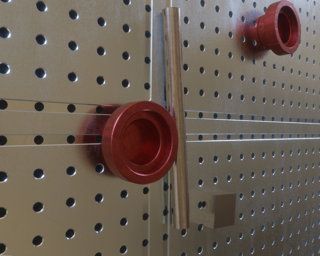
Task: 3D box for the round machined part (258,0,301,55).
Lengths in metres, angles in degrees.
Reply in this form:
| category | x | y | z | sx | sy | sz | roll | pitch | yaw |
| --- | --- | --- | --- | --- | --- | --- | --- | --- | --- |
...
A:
| category | x | y | z | sx | sy | sz | roll | pitch | yaw |
| --- | --- | --- | --- | --- | --- | --- | --- | --- | --- |
| round machined part | 0.222 | -0.185 | 0.584 | 0.099 | 0.042 | 0.097 | 0 | 90 | -40 |

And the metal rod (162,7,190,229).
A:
| category | x | y | z | sx | sy | sz | roll | pitch | yaw |
| --- | --- | --- | --- | --- | --- | --- | --- | --- | --- |
| metal rod | 0.022 | -0.012 | 0.427 | 0.025 | 0.025 | 0.298 | -5 | 93 | -40 |

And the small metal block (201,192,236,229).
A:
| category | x | y | z | sx | sy | sz | roll | pitch | yaw |
| --- | --- | --- | --- | --- | --- | --- | --- | --- | --- |
| small metal block | 0.093 | 0.127 | 0.487 | 0.050 | 0.025 | 0.050 | 7 | 86 | -40 |

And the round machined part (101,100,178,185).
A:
| category | x | y | z | sx | sy | sz | roll | pitch | yaw |
| --- | --- | --- | --- | --- | --- | --- | --- | --- | --- |
| round machined part | -0.028 | 0.017 | 0.375 | 0.099 | 0.042 | 0.097 | 0 | 90 | -40 |
